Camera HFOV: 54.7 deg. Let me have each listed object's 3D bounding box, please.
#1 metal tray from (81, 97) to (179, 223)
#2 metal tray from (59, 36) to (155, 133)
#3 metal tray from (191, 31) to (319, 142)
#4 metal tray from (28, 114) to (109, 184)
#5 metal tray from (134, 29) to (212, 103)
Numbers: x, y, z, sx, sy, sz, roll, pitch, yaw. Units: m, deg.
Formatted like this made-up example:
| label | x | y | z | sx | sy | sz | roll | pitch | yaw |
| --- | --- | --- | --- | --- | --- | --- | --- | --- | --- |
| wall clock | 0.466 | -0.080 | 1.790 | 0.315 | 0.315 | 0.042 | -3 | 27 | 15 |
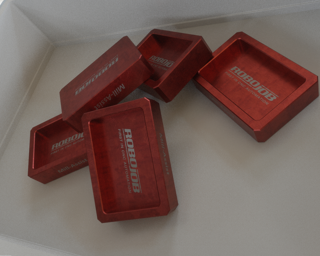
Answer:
| label | x | y | z | sx | sy | sz | roll | pitch | yaw |
| --- | --- | --- | --- | --- | --- | --- | --- | --- | --- |
| metal tray | -0.037 | 0.038 | 0.360 | 0.090 | 0.030 | 0.129 | -13 | 83 | 20 |
| metal tray | -0.077 | -0.063 | 0.426 | 0.130 | 0.030 | 0.090 | -38 | 37 | 6 |
| metal tray | 0.109 | -0.055 | 0.378 | 0.090 | 0.030 | 0.130 | -40 | 51 | 0 |
| metal tray | -0.131 | 0.017 | 0.458 | 0.130 | 0.030 | 0.090 | -24 | 53 | 13 |
| metal tray | 0.000 | -0.093 | 0.436 | 0.090 | 0.030 | 0.130 | -48 | 36 | -6 |
